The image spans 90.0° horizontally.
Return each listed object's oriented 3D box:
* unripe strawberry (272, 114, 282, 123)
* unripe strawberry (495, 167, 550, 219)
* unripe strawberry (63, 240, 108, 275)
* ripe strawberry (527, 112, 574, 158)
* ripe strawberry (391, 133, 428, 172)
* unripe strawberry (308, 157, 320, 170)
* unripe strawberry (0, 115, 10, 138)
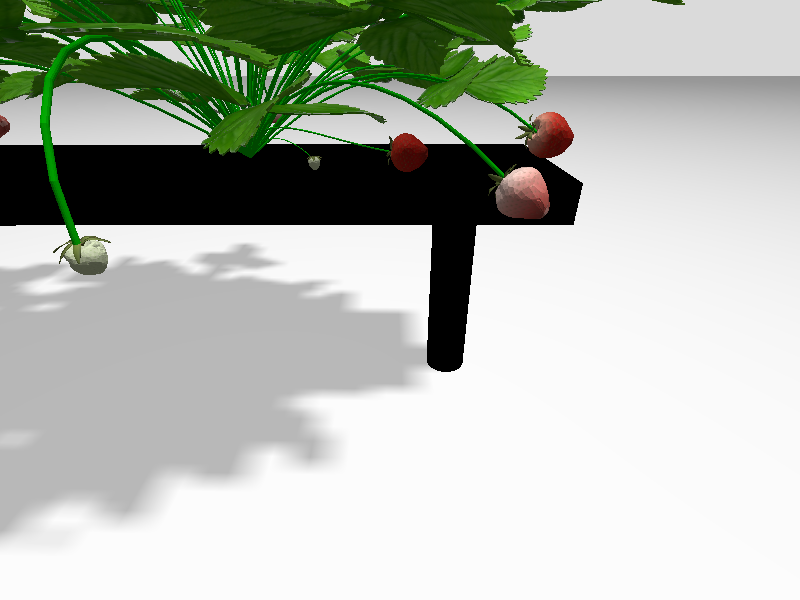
[{"bbox_3d":[-0.164,-0.241,0.519,0.026,0.023,0.026,-5,-10,-9],"label":"unripe strawberry"},{"bbox_3d":[0.062,-0.051,0.199,0.024,0.027,0.026,-32,-22,-42],"label":"unripe strawberry"},{"bbox_3d":[-0.108,-0.014,0.139,0.013,0.012,0.012,-2,31,-4],"label":"unripe strawberry"},{"bbox_3d":[0.126,-0.136,0.334,0.036,0.035,0.034,11,30,-8],"label":"ripe strawberry"},{"bbox_3d":[0.008,-0.107,0.291,0.027,0.026,0.025,10,32,16],"label":"ripe strawberry"},{"bbox_3d":[-0.065,-0.104,0.305,0.010,0.010,0.009,16,34,25],"label":"unripe strawberry"},{"bbox_3d":[-0.389,-0.163,0.372,0.038,0.037,0.042,-8,32,-14],"label":"unripe strawberry"}]
